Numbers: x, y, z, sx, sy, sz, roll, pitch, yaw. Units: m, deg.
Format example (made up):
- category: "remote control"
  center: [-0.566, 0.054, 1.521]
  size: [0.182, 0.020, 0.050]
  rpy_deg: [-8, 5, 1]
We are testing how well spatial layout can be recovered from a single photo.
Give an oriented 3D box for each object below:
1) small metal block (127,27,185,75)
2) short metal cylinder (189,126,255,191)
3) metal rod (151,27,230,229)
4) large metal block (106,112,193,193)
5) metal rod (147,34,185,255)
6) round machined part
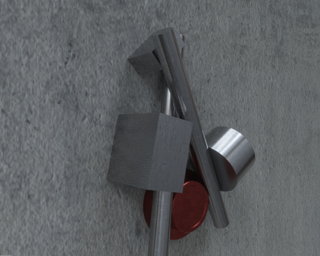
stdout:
- category: "small metal block"
  center: [-0.005, -0.095, 0.387]
  size: [0.050, 0.050, 0.025]
  rpy_deg: [-52, 121, -27]
- category: "short metal cylinder"
  center: [0.089, 0.044, 0.448]
  size: [0.050, 0.080, 0.080]
  rpy_deg: [-40, 115, -33]
- category: "metal rod"
  center: [0.048, 0.020, 0.404]
  size: [0.025, 0.025, 0.298]
  rpy_deg: [-40, 123, -33]
- category: "large metal block"
  center: [-0.014, 0.028, 0.361]
  size: [0.050, 0.080, 0.080]
  rpy_deg: [15, 80, -39]
- category: "metal rod"
  center: [0.009, 0.021, 0.396]
  size: [0.025, 0.025, 0.299]
  rpy_deg: [15, 74, -39]
- category: "round machined part"
  center: [0.028, 0.103, 0.422]
  size: [0.099, 0.042, 0.097]
  rpy_deg: [0, 90, -40]
